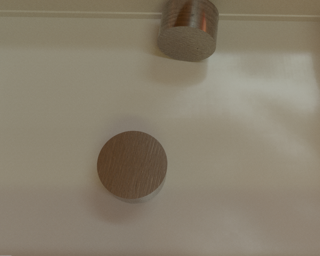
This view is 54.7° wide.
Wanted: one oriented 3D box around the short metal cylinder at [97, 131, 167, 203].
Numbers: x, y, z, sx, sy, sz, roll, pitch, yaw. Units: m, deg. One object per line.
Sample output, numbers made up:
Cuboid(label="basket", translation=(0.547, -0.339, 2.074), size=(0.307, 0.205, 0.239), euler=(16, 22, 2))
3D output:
Cuboid(label="short metal cylinder", translation=(-0.032, 0.049, 0.378), size=(0.081, 0.050, 0.080), euler=(0, 70, 0))

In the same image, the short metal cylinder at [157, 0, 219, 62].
Cuboid(label="short metal cylinder", translation=(0.039, -0.136, 0.431), size=(0.080, 0.080, 0.050), euler=(8, 70, 2))
